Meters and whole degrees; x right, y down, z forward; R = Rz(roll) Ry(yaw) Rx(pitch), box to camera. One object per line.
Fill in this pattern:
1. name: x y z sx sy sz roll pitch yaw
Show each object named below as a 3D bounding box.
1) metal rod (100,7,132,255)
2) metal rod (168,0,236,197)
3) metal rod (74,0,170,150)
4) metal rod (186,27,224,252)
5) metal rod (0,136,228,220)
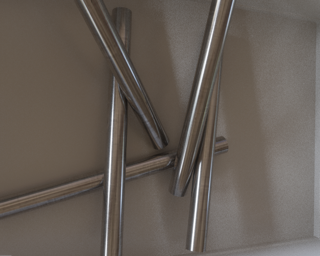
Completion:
1. metal rod: -0.052 0.001 0.371 0.025 0.025 0.298 4 81 -20
2. metal rod: 0.051 -0.054 0.357 0.025 0.025 0.298 4 111 -20
3. metal rod: -0.052 -0.088 0.324 0.025 0.025 0.299 -38 128 -16
4. metal rod: 0.062 0.004 0.410 0.025 0.025 0.299 12 77 -20
5. metal rod: -0.048 0.058 0.392 0.302 0.025 0.025 -14 95 -20
